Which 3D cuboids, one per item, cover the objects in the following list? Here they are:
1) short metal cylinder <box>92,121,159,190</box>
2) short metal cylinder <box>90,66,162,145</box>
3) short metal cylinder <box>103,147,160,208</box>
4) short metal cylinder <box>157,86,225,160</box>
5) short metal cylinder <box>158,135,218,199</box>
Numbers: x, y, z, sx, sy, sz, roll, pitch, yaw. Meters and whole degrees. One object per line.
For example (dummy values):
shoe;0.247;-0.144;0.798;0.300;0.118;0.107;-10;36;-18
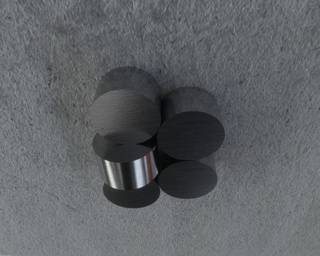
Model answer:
short metal cylinder;-0.042;0.033;0.400;0.080;0.080;0.050;-2;130;2
short metal cylinder;-0.039;-0.026;0.369;0.080;0.050;0.079;0;131;1
short metal cylinder;-0.039;0.073;0.454;0.080;0.050;0.079;0;131;1
short metal cylinder;0.037;-0.005;0.387;0.081;0.050;0.079;0;131;0
short metal cylinder;0.038;0.056;0.439;0.080;0.050;0.079;0;131;1
